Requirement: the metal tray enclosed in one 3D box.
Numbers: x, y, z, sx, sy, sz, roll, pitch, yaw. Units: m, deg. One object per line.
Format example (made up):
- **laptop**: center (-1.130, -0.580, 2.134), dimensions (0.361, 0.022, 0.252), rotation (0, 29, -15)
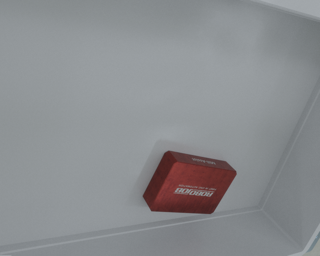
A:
- **metal tray**: center (0.049, 0.089, 0.487), dimensions (0.131, 0.030, 0.089), rotation (13, 112, -34)
